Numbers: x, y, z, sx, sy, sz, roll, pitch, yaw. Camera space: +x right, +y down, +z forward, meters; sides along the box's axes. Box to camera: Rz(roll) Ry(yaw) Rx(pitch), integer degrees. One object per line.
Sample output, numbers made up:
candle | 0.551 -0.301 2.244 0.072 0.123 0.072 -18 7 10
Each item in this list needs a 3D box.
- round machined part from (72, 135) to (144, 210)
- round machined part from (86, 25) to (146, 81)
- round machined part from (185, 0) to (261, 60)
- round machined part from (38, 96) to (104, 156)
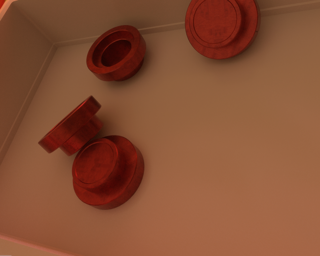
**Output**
round machined part | -0.074 0.052 0.402 0.098 0.042 0.098 -13 56 21
round machined part | -0.066 -0.115 0.500 0.098 0.042 0.098 -13 56 21
round machined part | 0.078 -0.139 0.405 0.098 0.042 0.097 8 107 26
round machined part | -0.118 0.002 0.436 0.098 0.042 0.098 -38 15 12
